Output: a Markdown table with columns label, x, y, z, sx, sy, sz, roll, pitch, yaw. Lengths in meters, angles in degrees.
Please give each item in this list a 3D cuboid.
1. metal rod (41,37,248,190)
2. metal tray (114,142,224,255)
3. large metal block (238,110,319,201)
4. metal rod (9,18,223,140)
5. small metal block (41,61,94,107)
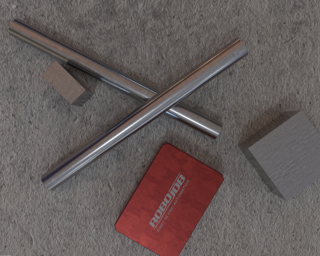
| label | x | y | z | sx | sy | sz | roll | pitch | yaw |
| --- | --- | --- | --- | --- | --- | --- | --- | --- | --- |
| metal rod | -0.025 | -0.013 | 0.388 | 0.300 | 0.025 | 0.025 | -35 | 91 | 8 |
| metal tray | 0.012 | 0.095 | 0.408 | 0.090 | 0.030 | 0.130 | 31 | 90 | -1 |
| large metal block | 0.163 | 0.033 | 0.400 | 0.080 | 0.050 | 0.080 | -36 | 90 | 0 |
| metal rod | -0.057 | -0.064 | 0.409 | 0.301 | 0.025 | 0.025 | 27 | 90 | -1 |
| small metal block | -0.116 | -0.055 | 0.396 | 0.050 | 0.050 | 0.025 | 45 | 90 | -1 |
